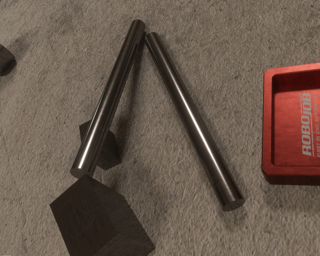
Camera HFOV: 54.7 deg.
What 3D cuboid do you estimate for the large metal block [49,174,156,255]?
[{"bbox_3d":[-0.061,0.107,0.334,0.050,0.080,0.080,-42,51,0],"label":"large metal block"}]

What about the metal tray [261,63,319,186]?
[{"bbox_3d":[0.156,-0.007,0.322,0.090,0.030,0.130,-3,60,26],"label":"metal tray"}]

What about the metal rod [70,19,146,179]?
[{"bbox_3d":[-0.062,-0.062,0.434,0.025,0.025,0.300,-9,46,23],"label":"metal rod"}]

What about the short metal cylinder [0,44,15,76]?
[{"bbox_3d":[-0.353,-0.152,0.644,0.080,0.080,0.050,22,74,36],"label":"short metal cylinder"}]

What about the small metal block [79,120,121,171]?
[{"bbox_3d":[-0.080,0.022,0.414,0.025,0.050,0.050,-27,53,11],"label":"small metal block"}]

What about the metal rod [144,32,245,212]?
[{"bbox_3d":[0.031,-0.032,0.405,0.025,0.025,0.299,-29,52,9],"label":"metal rod"}]
